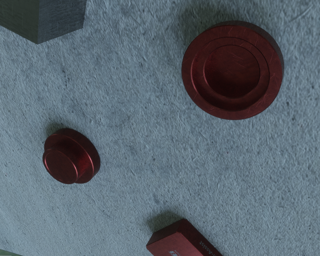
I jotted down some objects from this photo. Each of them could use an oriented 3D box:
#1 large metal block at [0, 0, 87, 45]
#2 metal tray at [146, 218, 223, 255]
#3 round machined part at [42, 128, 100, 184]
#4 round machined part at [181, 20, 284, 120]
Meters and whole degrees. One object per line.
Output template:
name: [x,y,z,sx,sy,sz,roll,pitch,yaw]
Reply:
large metal block: [-0.143,-0.145,0.354,0.080,0.080,0.050,28,128,10]
metal tray: [0.052,0.216,0.509,0.130,0.030,0.090,46,129,-5]
round machined part: [-0.151,0.053,0.505,0.098,0.042,0.097,13,124,20]
round machined part: [0.075,-0.061,0.318,0.098,0.042,0.097,13,124,20]
